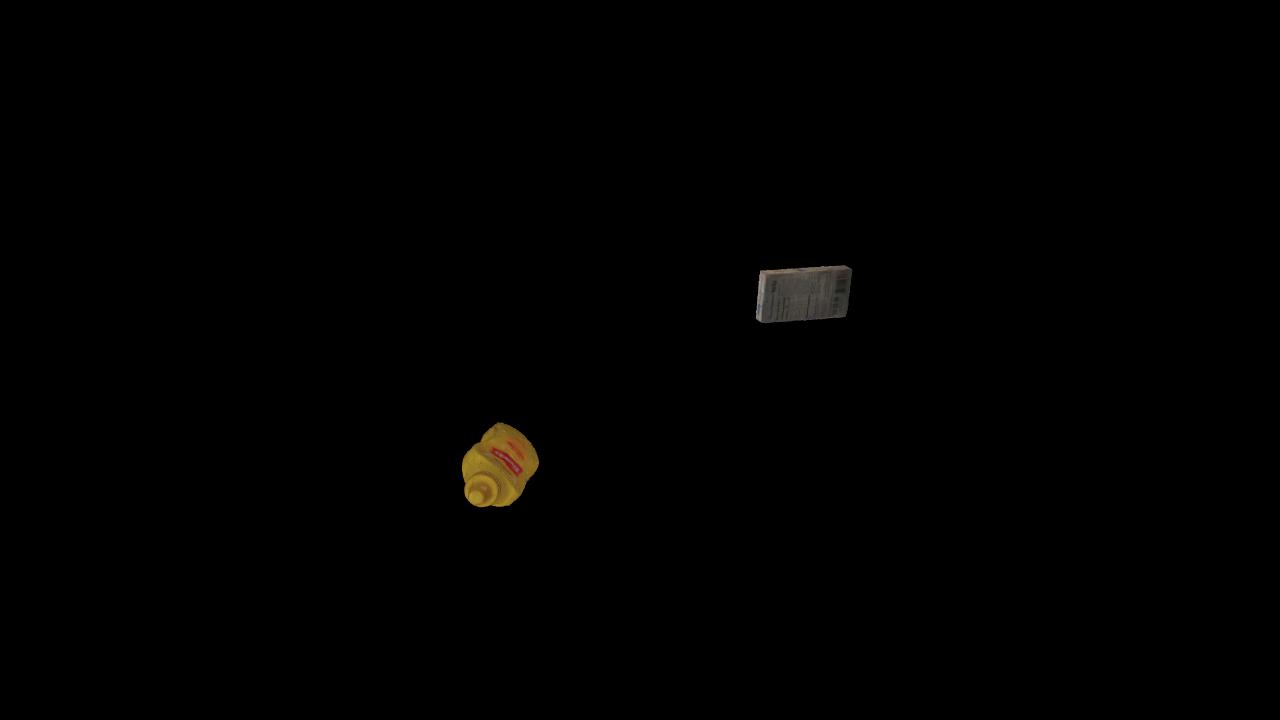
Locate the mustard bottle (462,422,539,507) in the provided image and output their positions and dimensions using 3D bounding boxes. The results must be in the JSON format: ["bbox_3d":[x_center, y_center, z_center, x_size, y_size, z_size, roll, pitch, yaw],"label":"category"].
[{"bbox_3d":[-0.189,0.146,0.808,0.054,0.092,0.184,-36,7,9],"label":"mustard bottle"}]

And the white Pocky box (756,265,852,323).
[{"bbox_3d":[0.265,-0.107,0.995,0.154,0.084,0.028,-5,23,-13],"label":"white Pocky box"}]
